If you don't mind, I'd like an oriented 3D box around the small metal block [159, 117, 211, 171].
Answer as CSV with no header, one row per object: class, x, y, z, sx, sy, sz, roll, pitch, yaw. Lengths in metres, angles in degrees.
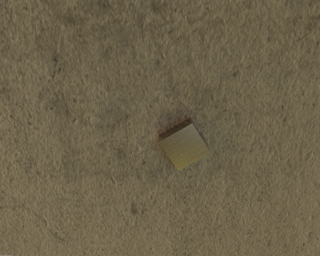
small metal block,0.033,0.022,0.418,0.050,0.025,0.050,-30,108,10
